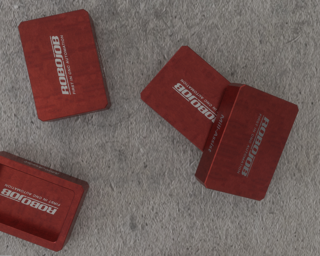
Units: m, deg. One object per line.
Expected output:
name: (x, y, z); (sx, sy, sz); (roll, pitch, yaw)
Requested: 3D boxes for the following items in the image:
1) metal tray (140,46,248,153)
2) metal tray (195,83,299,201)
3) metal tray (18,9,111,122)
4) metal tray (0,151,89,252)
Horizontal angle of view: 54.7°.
metal tray: (0.051, -0.032, 0.408); (0.130, 0.030, 0.090); (41, 90, 0)
metal tray: (0.108, 0.019, 0.387); (0.091, 0.030, 0.129); (17, 96, -20)
metal tray: (-0.123, -0.080, 0.406); (0.091, 0.030, 0.129); (-12, 90, 0)
metal tray: (-0.171, 0.094, 0.405); (0.131, 0.030, 0.090); (21, 90, 0)
